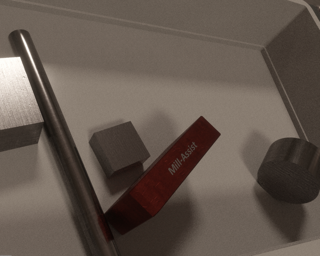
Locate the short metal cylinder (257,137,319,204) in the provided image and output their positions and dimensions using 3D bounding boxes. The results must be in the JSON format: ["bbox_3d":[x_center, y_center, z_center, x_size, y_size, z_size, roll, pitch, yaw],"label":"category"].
[{"bbox_3d":[0.185,0.060,0.436,0.080,0.080,0.050,42,51,0],"label":"short metal cylinder"}]

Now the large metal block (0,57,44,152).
[{"bbox_3d":[-0.173,-0.021,0.309,0.081,0.050,0.080,-14,69,-34],"label":"large metal block"}]

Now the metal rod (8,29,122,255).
[{"bbox_3d":[-0.108,0.015,0.338,0.025,0.025,0.299,-15,70,-35],"label":"metal rod"}]

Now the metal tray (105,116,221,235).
[{"bbox_3d":[0.004,0.050,0.336,0.030,0.090,0.131,45,51,2],"label":"metal tray"}]

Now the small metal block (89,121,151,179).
[{"bbox_3d":[-0.048,0.025,0.366,0.050,0.025,0.050,-20,73,-36],"label":"small metal block"}]
